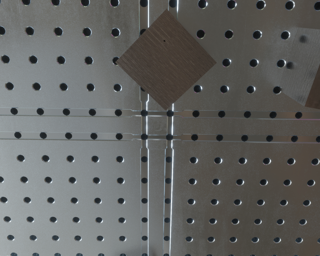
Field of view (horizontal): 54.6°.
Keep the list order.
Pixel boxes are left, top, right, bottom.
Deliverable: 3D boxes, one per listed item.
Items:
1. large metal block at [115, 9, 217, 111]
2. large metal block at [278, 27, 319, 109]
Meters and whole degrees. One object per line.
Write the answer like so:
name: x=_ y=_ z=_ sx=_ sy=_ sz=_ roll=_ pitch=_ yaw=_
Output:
large metal block: x=0.007 y=-0.082 z=0.370 sx=0.080 sy=0.050 sz=0.080 roll=-43 pitch=105 yaw=14
large metal block: x=0.188 y=-0.069 z=0.360 sx=0.050 sy=0.080 sz=0.079 roll=10 pitch=110 yaw=-4
